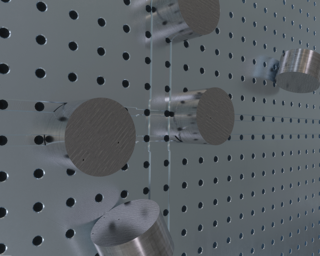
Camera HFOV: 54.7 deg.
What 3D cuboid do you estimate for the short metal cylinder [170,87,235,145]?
[{"bbox_3d":[0.062,-0.016,0.444,0.081,0.050,0.079,0,90,-40],"label":"short metal cylinder"}]

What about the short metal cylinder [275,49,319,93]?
[{"bbox_3d":[0.269,-0.109,0.598,0.080,0.080,0.050,31,71,-36],"label":"short metal cylinder"}]

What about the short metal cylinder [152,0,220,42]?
[{"bbox_3d":[0.036,-0.162,0.422,0.081,0.050,0.079,0,90,-40],"label":"short metal cylinder"}]

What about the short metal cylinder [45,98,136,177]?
[{"bbox_3d":[-0.073,0.009,0.331,0.081,0.050,0.079,0,90,-40],"label":"short metal cylinder"}]

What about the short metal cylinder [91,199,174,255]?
[{"bbox_3d":[-0.030,0.124,0.348,0.081,0.080,0.050,-32,110,-35],"label":"short metal cylinder"}]
